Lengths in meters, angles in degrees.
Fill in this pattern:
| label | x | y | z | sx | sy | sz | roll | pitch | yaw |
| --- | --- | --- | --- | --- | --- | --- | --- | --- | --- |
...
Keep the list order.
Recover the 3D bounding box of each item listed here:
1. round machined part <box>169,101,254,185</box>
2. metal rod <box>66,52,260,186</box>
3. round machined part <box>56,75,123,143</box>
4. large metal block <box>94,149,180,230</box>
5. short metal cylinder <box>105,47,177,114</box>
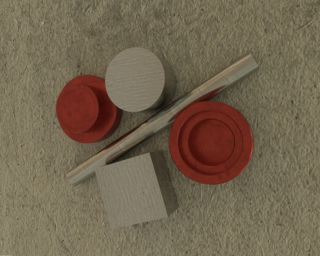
| label | x | y | z | sx | sy | sz | roll | pitch | yaw |
| --- | --- | --- | --- | --- | --- | --- | --- | --- | --- |
| round machined part | 0.064 | 0.017 | 0.378 | 0.098 | 0.042 | 0.097 | 0 | 90 | 20 |
| metal rod | -0.008 | -0.003 | 0.414 | 0.300 | 0.025 | 0.025 | -33 | 80 | 16 |
| round machined part | -0.106 | -0.027 | 0.438 | 0.098 | 0.042 | 0.097 | 0 | 90 | 20 |
| large metal block | -0.029 | 0.079 | 0.408 | 0.080 | 0.050 | 0.080 | -18 | 84 | 19 |
| short metal cylinder | -0.023 | -0.060 | 0.405 | 0.080 | 0.050 | 0.079 | 0 | 90 | 20 |
